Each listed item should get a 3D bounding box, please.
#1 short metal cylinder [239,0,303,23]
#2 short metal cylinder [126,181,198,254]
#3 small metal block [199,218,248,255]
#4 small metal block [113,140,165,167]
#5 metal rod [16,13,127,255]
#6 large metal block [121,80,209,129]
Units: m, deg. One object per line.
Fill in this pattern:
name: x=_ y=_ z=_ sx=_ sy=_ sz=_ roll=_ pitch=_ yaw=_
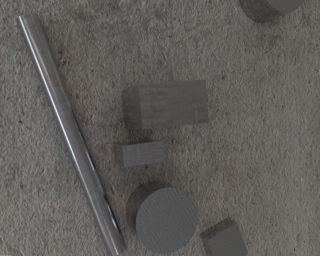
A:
short metal cylinder: x=0.164 y=-0.202 z=0.456 sx=0.081 sy=0.050 sz=0.080 roll=0 pitch=90 yaw=-20
short metal cylinder: x=0.001 y=0.111 z=0.397 sx=0.081 sy=0.050 sz=0.080 roll=0 pitch=90 yaw=-20
small metal block: x=0.091 y=0.166 z=0.443 sx=0.050 sy=0.025 sz=0.050 roll=-23 pitch=98 yaw=-19
small metal block: x=-0.027 y=0.030 z=0.386 sx=0.050 sy=0.050 sz=0.025 roll=-6 pitch=92 yaw=-20
metal rod: x=-0.102 y=0.014 z=0.371 sx=0.025 sy=0.025 sz=0.298 roll=-22 pitch=97 yaw=-19
large metal block: x=0.003 y=-0.027 z=0.381 sx=0.081 sy=0.080 sz=0.050 roll=-6 pitch=92 yaw=-20
